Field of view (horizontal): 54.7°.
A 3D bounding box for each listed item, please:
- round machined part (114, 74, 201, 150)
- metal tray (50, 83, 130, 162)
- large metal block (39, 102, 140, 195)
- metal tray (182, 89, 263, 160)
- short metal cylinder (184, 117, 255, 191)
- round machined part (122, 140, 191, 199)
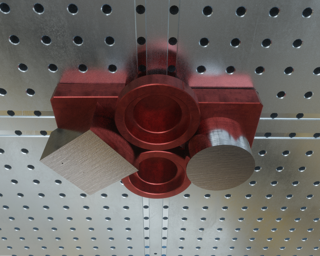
[{"bbox_3d":[-0.003,-0.022,0.369,0.099,0.042,0.097,0,130,0],"label":"round machined part"},{"bbox_3d":[-0.083,0.004,0.410,0.091,0.030,0.129,0,130,-2],"label":"metal tray"},{"bbox_3d":[-0.081,0.028,0.378,0.080,0.050,0.080,-30,124,23],"label":"large metal block"},{"bbox_3d":[0.076,0.010,0.415,0.091,0.030,0.129,0,130,-1],"label":"metal tray"},{"bbox_3d":[0.071,0.032,0.383,0.081,0.050,0.079,0,130,0],"label":"short metal cylinder"},{"bbox_3d":[-0.004,0.052,0.433,0.099,0.042,0.097,0,130,0],"label":"round machined part"}]
